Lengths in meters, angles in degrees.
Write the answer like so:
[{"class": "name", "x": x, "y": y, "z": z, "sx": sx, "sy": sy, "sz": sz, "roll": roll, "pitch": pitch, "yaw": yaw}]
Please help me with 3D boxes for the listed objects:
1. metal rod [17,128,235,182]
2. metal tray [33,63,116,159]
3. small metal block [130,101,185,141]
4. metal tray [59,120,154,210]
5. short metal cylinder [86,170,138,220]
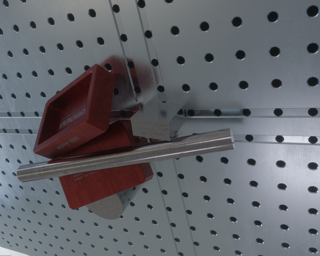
[{"class": "metal rod", "x": -0.057, "y": 0.039, "z": 0.401, "sx": 0.301, "sy": 0.025, "sz": 0.025, "roll": -11, "pitch": 114, "yaw": 18}, {"class": "metal tray", "x": -0.117, "y": -0.019, "z": 0.418, "sx": 0.130, "sy": 0.090, "sz": 0.030, "roll": -25, "pitch": 139, "yaw": 37}, {"class": "small metal block", "x": -0.001, "y": -0.010, "z": 0.390, "sx": 0.050, "sy": 0.050, "sz": 0.025, "roll": 8, "pitch": 122, "yaw": 24}, {"class": "metal tray", "x": -0.085, "y": 0.053, "z": 0.443, "sx": 0.130, "sy": 0.030, "sz": 0.090, "roll": -24, "pitch": 84, "yaw": 20}, {"class": "short metal cylinder", "x": -0.083, "y": 0.100, "z": 0.501, "sx": 0.080, "sy": 0.050, "sz": 0.079, "roll": 13, "pitch": 124, "yaw": 20}]
